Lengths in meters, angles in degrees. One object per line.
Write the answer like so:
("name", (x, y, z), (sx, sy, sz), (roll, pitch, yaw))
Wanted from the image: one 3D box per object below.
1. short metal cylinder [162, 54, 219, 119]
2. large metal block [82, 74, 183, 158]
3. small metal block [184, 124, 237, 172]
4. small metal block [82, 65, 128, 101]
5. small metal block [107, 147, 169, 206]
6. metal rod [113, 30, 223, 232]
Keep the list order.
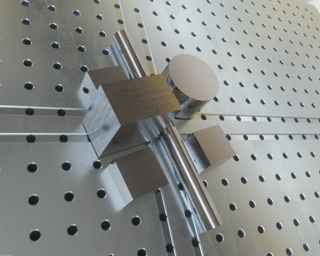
("short metal cylinder", (0.038, -0.060, 0.450), (0.081, 0.050, 0.080), (14, 56, -21))
("large metal block", (-0.035, -0.014, 0.362), (0.081, 0.080, 0.050), (-17, 71, -35))
("small metal block", (0.070, 0.027, 0.431), (0.050, 0.025, 0.050), (-16, 70, -35))
("small metal block", (-0.066, -0.051, 0.405), (0.050, 0.025, 0.050), (-19, 72, -36))
("small metal block", (-0.026, 0.055, 0.362), (0.050, 0.025, 0.050), (-17, 71, -35))
("metal rod", (0.003, -0.009, 0.416), (0.025, 0.025, 0.299), (-13, 69, -34))
